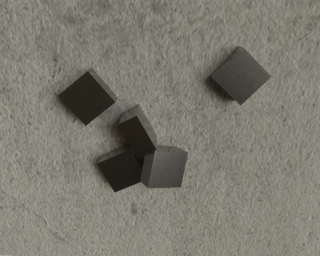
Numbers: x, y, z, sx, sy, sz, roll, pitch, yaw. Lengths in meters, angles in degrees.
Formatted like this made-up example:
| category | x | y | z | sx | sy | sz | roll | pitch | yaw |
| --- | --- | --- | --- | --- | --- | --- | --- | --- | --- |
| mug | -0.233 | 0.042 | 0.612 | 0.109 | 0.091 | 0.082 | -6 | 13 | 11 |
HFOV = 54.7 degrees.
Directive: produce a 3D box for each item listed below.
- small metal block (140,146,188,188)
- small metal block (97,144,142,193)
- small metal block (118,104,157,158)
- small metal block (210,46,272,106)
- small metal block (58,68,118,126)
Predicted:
| category | x | y | z | sx | sy | sz | roll | pitch | yaw |
| --- | --- | --- | --- | --- | --- | --- | --- | --- | --- |
| small metal block | 0.005 | 0.052 | 0.415 | 0.050 | 0.025 | 0.050 | 5 | 101 | -29 |
| small metal block | -0.051 | 0.054 | 0.429 | 0.050 | 0.025 | 0.050 | -24 | 109 | 8 |
| small metal block | -0.027 | 0.003 | 0.397 | 0.025 | 0.050 | 0.050 | -26 | 108 | 9 |
| small metal block | 0.100 | -0.065 | 0.387 | 0.050 | 0.025 | 0.050 | 41 | 105 | -14 |
| small metal block | -0.091 | -0.040 | 0.394 | 0.050 | 0.025 | 0.050 | -37 | 107 | 12 |
